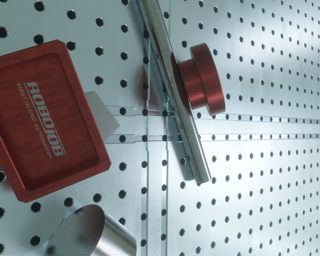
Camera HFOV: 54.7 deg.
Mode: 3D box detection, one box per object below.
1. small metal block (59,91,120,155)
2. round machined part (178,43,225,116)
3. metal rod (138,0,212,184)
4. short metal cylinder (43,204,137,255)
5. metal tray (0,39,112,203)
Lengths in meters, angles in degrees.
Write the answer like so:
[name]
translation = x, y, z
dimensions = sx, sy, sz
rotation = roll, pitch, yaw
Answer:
[small metal block]
translation = -0.081, -0.005, 0.343
dimensions = 0.050, 0.025, 0.050
rotation = -48, 119, -29
[round machined part]
translation = 0.054, -0.062, 0.423
dimensions = 0.042, 0.098, 0.097
rotation = -17, 105, 6
[metal rod]
translation = 0.020, -0.059, 0.427
dimensions = 0.025, 0.025, 0.298
rotation = -30, 109, -36
[short metal cylinder]
translation = -0.071, 0.126, 0.315
dimensions = 0.050, 0.080, 0.080
rotation = 50, 60, -29
[metal tray]
translation = -0.111, -0.006, 0.291
dimensions = 0.091, 0.030, 0.129
rotation = -22, 105, -13
